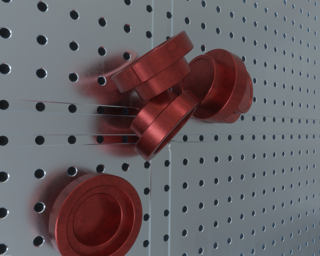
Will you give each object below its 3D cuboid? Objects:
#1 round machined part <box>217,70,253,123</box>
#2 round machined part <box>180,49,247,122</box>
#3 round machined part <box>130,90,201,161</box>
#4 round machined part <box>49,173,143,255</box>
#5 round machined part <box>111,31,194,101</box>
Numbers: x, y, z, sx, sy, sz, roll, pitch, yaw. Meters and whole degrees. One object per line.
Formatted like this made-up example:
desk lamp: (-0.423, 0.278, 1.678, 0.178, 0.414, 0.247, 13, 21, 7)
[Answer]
round machined part: (0.110, -0.056, 0.478, 0.099, 0.042, 0.097, -1, 91, -50)
round machined part: (0.064, -0.059, 0.414, 0.042, 0.098, 0.098, 14, 82, -34)
round machined part: (0.002, -0.010, 0.375, 0.042, 0.098, 0.098, 42, 59, 7)
round machined part: (-0.071, 0.097, 0.336, 0.099, 0.042, 0.097, 0, 91, -37)
round machined part: (-0.003, -0.066, 0.354, 0.098, 0.098, 0.042, -42, 107, -32)
